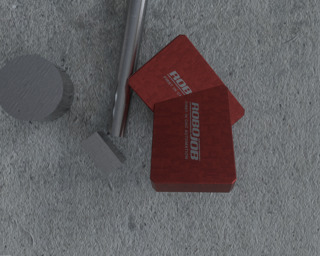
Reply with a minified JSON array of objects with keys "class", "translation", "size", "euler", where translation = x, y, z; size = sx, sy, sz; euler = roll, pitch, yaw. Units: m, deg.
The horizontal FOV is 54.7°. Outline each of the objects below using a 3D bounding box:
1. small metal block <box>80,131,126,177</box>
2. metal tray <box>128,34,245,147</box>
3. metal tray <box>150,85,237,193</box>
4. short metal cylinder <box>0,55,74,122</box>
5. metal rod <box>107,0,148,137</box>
[{"class":"small metal block","translation":[-0.071,0.031,0.397],"size":[0.025,0.050,0.050],"euler":[-38,90,0]},{"class":"metal tray","translation":[0.033,-0.040,0.395],"size":[0.090,0.030,0.130],"euler":[-41,102,0]},{"class":"metal tray","translation":[0.038,0.009,0.367],"size":[0.091,0.030,0.130],"euler":[0,59,4]},{"class":"short metal cylinder","translation":[-0.156,-0.048,0.395],"size":[0.081,0.050,0.079],"euler":[0,90,-1]},{"class":"metal rod","translation":[-0.034,-0.137,0.409],"size":[0.025,0.025,0.298],"euler":[9,90,-1]}]
